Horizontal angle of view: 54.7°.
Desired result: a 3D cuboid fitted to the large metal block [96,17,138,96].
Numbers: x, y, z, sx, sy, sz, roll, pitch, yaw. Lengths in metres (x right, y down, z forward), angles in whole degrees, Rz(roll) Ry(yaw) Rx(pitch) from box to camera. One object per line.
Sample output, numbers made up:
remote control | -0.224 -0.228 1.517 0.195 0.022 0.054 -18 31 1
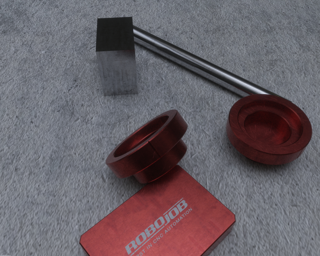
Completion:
large metal block | -0.062 -0.105 0.455 0.050 0.080 0.080 -4 50 -4

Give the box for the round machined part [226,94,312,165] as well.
round machined part | 0.133 0.006 0.389 0.099 0.042 0.098 0 50 0

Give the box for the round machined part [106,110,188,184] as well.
round machined part | -0.009 0.025 0.348 0.098 0.098 0.042 -43 103 -30

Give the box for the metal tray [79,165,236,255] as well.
metal tray | 0.000 0.106 0.311 0.131 0.030 0.090 -35 58 -26

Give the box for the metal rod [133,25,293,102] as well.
metal rod | 0.060 -0.099 0.486 0.300 0.025 0.025 32 57 24
